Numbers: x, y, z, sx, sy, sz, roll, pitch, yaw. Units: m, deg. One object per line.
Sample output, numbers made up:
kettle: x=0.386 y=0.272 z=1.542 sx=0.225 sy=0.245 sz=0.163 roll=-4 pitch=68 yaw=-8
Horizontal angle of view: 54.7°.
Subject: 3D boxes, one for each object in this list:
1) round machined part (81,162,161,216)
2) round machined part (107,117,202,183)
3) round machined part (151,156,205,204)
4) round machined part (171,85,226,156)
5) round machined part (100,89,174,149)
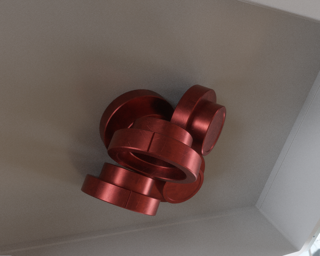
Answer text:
round machined part: x=-0.045 y=0.074 z=0.391 sx=0.098 sy=0.098 sz=0.042 roll=28 pitch=76 yaw=-38
round machined part: x=-0.003 y=0.022 z=0.333 sx=0.098 sy=0.098 sz=0.042 roll=37 pitch=61 yaw=-39
round machined part: x=0.025 y=0.073 z=0.458 sx=0.099 sy=0.042 sz=0.097 roll=-14 pitch=125 yaw=-21
round machined part: x=0.051 y=-0.003 z=0.396 sx=0.098 sy=0.042 sz=0.097 roll=-46 pitch=149 yaw=-39
round machined part: x=-0.022 y=0.004 z=0.390 sx=0.099 sy=0.042 sz=0.097 roll=-14 pitch=125 yaw=-21
